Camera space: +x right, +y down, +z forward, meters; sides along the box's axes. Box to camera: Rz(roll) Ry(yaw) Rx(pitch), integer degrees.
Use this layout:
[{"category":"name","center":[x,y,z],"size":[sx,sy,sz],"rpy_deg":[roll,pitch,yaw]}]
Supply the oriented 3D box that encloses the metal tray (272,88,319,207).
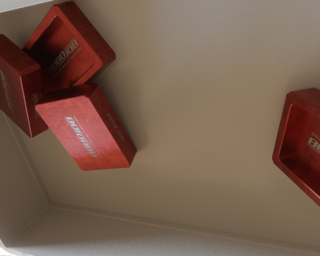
[{"category":"metal tray","center":[0.162,0.029,0.283],"size":[0.030,0.130,0.089],"rpy_deg":[-10,123,-16]}]

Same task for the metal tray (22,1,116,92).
[{"category":"metal tray","center":[-0.131,-0.091,0.415],"size":[0.130,0.030,0.090],"rpy_deg":[-32,101,37]}]

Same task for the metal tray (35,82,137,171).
[{"category":"metal tray","center":[-0.100,0.004,0.435],"size":[0.090,0.030,0.130],"rpy_deg":[-8,128,25]}]

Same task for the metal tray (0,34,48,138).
[{"category":"metal tray","center":[-0.207,-0.057,0.449],"size":[0.090,0.030,0.129],"rpy_deg":[38,141,20]}]
